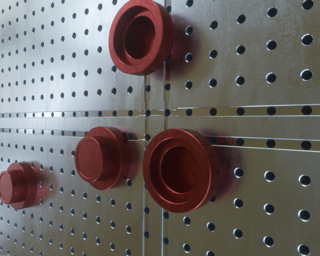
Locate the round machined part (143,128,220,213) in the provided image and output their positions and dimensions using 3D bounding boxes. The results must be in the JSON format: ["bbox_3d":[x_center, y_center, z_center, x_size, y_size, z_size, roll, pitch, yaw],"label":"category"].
[{"bbox_3d":[0.029,0.049,0.373,0.098,0.042,0.097,0,90,39],"label":"round machined part"}]

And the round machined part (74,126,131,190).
[{"bbox_3d":[-0.093,0.046,0.473,0.098,0.042,0.097,0,90,39],"label":"round machined part"}]

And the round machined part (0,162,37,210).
[{"bbox_3d":[-0.301,0.120,0.642,0.098,0.042,0.097,0,90,39],"label":"round machined part"}]

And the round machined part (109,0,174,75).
[{"bbox_3d":[-0.020,-0.118,0.413,0.098,0.042,0.097,0,90,39],"label":"round machined part"}]
